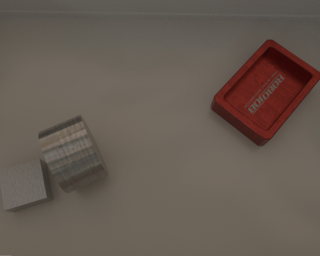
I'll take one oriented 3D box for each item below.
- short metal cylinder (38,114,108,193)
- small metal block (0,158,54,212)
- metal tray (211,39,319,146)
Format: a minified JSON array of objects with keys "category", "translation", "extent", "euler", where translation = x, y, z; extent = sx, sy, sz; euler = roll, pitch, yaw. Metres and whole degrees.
[{"category":"short metal cylinder","translation":[-0.101,0.030,0.368],"extent":[0.050,0.080,0.080],"euler":[-25,72,-9]},{"category":"small metal block","translation":[-0.165,0.071,0.382],"extent":[0.050,0.025,0.050],"euler":[-16,71,-6]},{"category":"metal tray","translation":[0.145,-0.051,0.427],"extent":[0.090,0.030,0.130],"euler":[40,74,13]}]
